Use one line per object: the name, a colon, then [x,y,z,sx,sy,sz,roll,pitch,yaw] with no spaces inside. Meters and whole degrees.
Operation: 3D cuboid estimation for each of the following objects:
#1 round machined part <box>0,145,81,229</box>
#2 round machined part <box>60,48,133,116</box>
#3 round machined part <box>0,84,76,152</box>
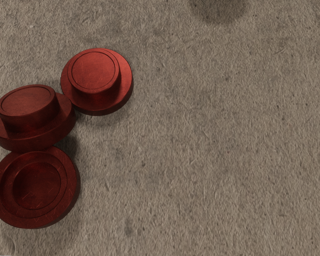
round machined part: [-0.144,0.070,0.372,0.099,0.042,0.098,0,70,-1]
round machined part: [-0.087,-0.069,0.423,0.099,0.042,0.098,0,70,-1]
round machined part: [-0.158,-0.019,0.381,0.099,0.042,0.098,-3,40,2]
